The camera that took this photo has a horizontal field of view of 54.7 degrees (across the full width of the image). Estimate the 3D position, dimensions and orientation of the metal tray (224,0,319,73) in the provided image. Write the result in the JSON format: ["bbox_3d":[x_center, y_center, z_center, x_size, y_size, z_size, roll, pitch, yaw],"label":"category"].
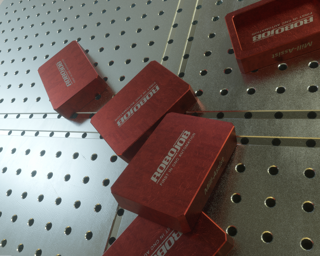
[{"bbox_3d":[0.158,-0.133,0.402,0.130,0.030,0.090,-17,55,18],"label":"metal tray"}]

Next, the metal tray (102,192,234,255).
[{"bbox_3d":[0.000,0.134,0.322,0.130,0.030,0.090,-48,52,-6],"label":"metal tray"}]

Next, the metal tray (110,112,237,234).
[{"bbox_3d":[0.019,0.040,0.344,0.090,0.030,0.130,12,49,33],"label":"metal tray"}]

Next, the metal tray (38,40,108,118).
[{"bbox_3d":[-0.155,-0.088,0.538,0.090,0.030,0.130,-38,51,2],"label":"metal tray"}]

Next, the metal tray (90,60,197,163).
[{"bbox_3d":[-0.025,-0.025,0.432,0.130,0.030,0.090,-44,51,-3],"label":"metal tray"}]
